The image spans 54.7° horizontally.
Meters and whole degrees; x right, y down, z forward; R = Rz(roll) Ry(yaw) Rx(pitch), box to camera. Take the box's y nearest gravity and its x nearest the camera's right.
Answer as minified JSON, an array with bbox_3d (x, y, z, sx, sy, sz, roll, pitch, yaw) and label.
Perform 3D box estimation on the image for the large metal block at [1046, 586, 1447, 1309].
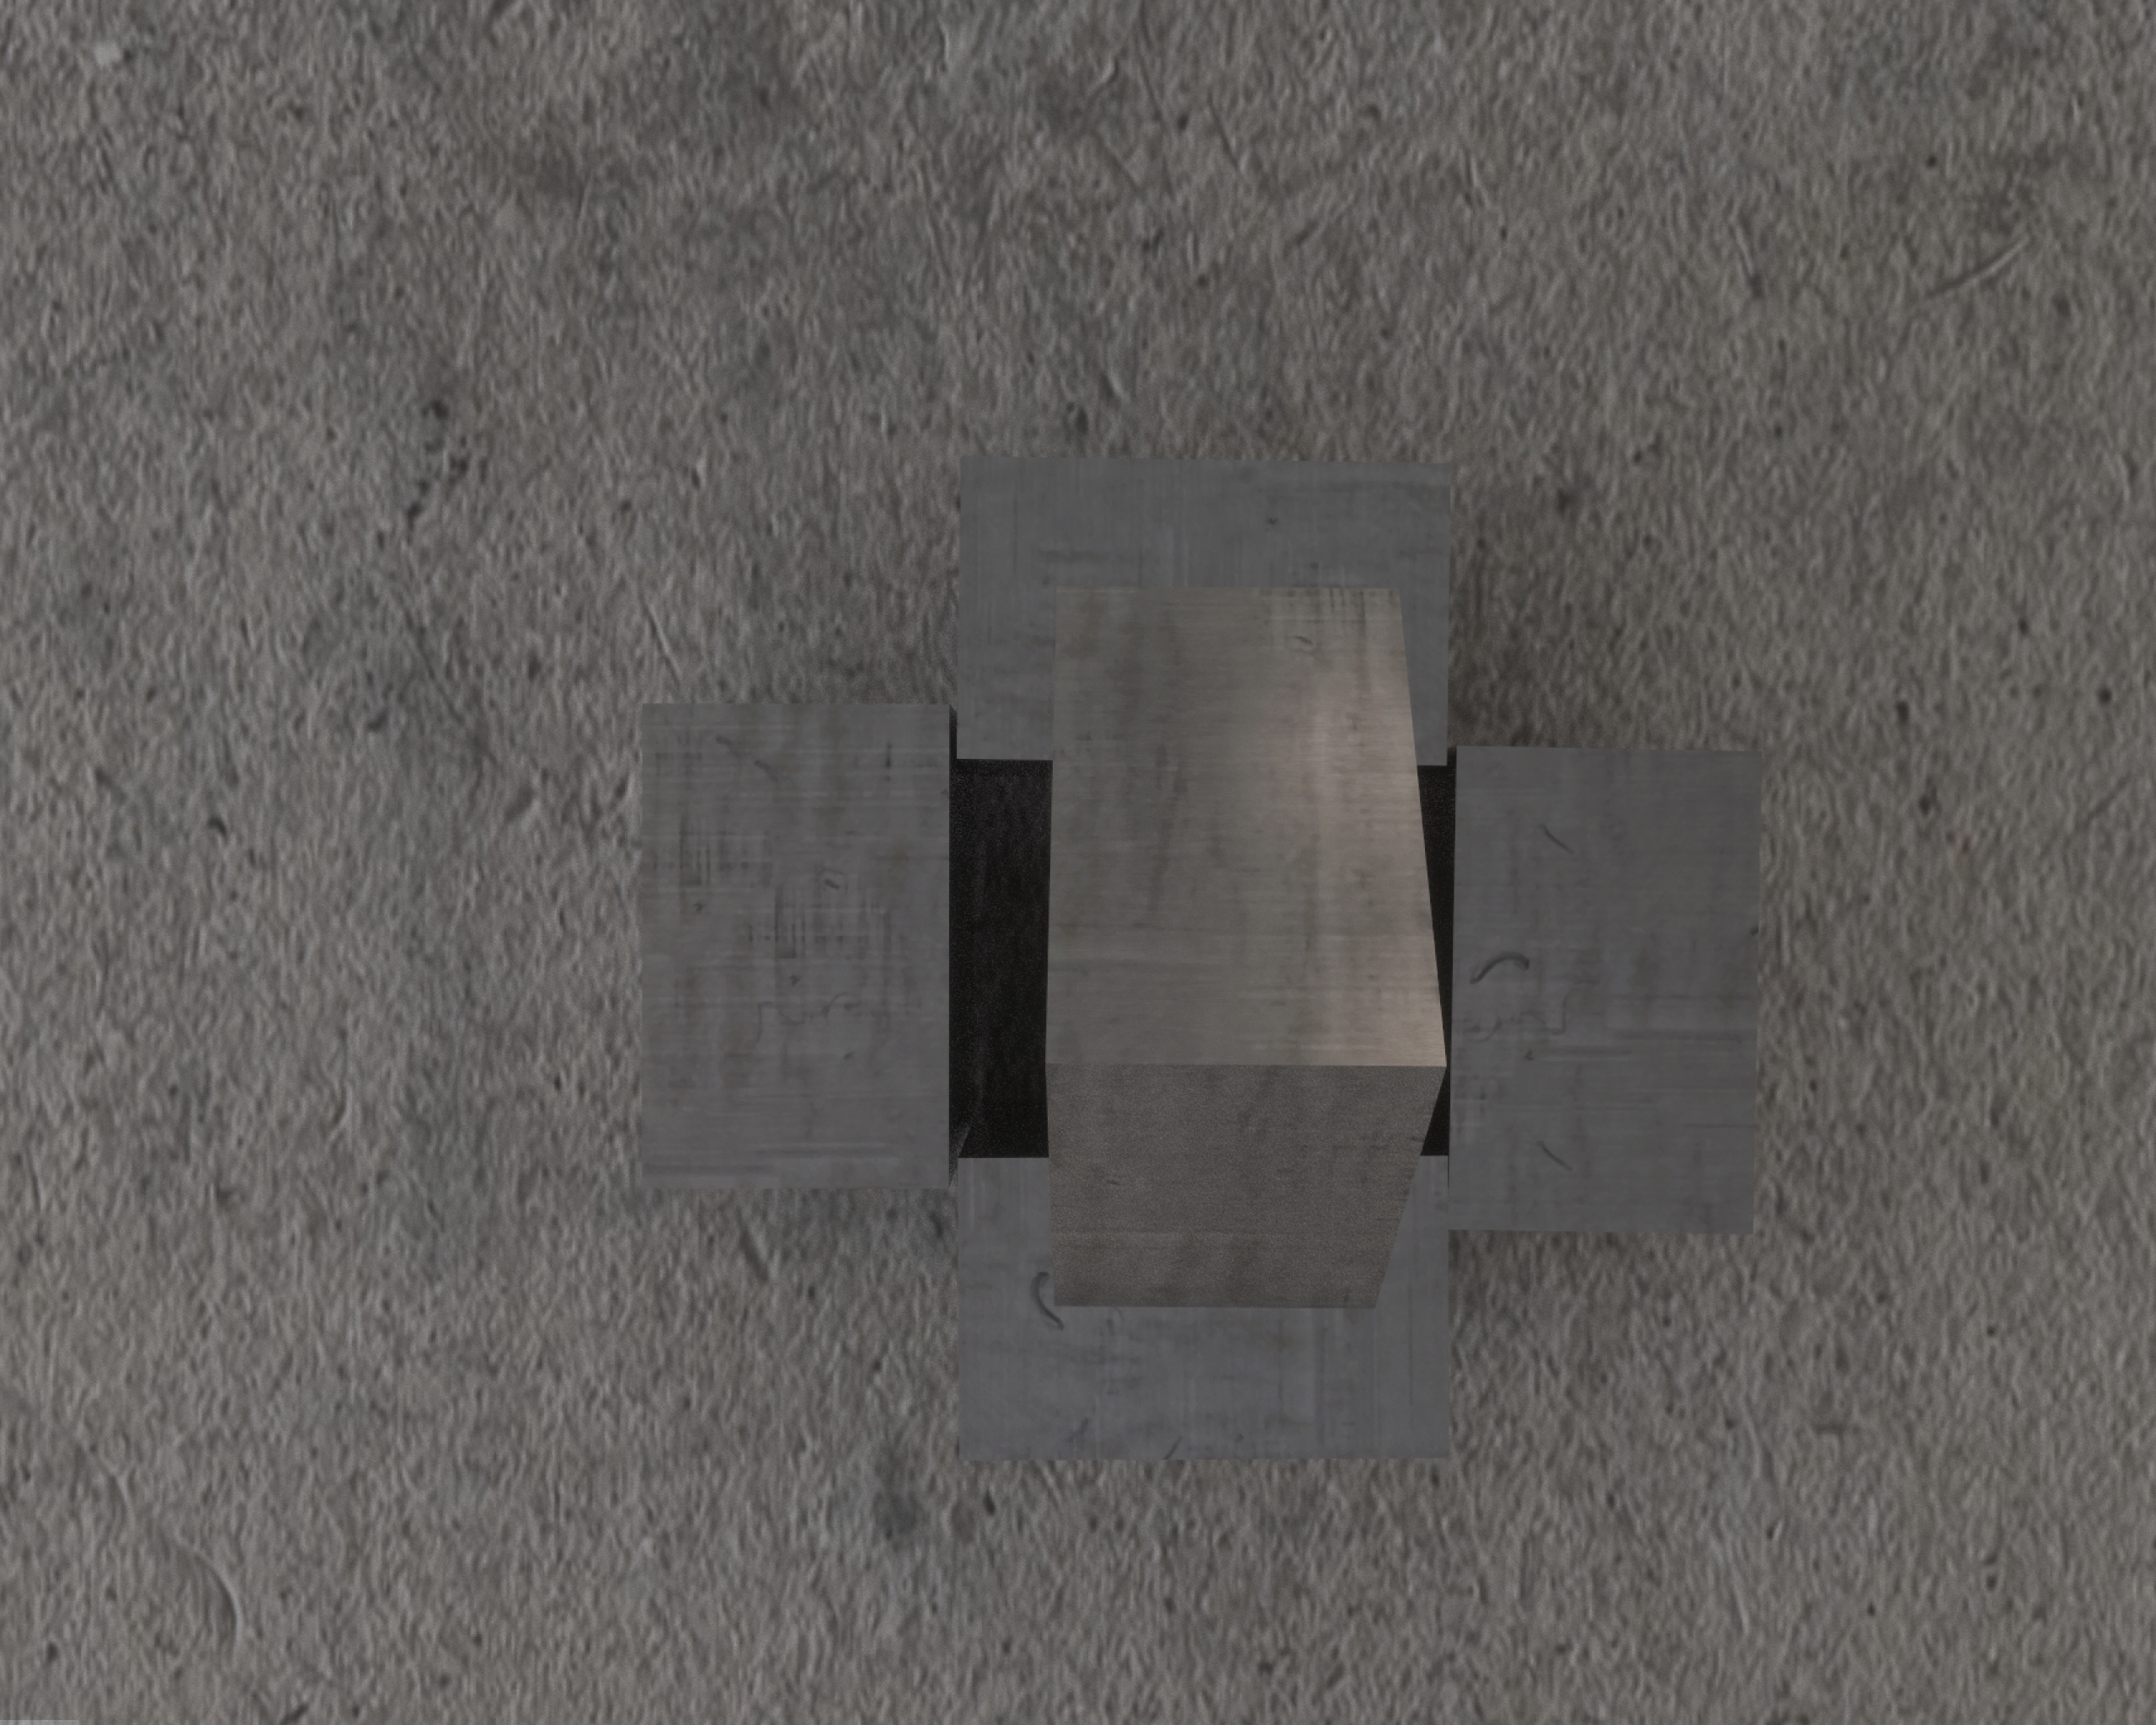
[{"bbox_3d":[0.022,0.015,0.317,0.050,0.080,0.080,0,56,0],"label":"large metal block"}]

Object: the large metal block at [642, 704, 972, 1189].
[{"bbox_3d":[-0.046,0.013,0.382,0.050,0.080,0.080,0,90,0],"label":"large metal block"}]

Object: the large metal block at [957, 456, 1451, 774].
[{"bbox_3d":[0.021,-0.042,0.382,0.081,0.080,0.050,1,90,0],"label":"large metal block"}]

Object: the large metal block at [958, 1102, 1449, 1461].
[{"bbox_3d":[0.021,0.073,0.383,0.081,0.080,0.050,0,90,0],"label":"large metal block"}]

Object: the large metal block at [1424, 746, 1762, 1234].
[{"bbox_3d":[0.087,0.021,0.383,0.050,0.080,0.080,1,90,0],"label":"large metal block"}]
